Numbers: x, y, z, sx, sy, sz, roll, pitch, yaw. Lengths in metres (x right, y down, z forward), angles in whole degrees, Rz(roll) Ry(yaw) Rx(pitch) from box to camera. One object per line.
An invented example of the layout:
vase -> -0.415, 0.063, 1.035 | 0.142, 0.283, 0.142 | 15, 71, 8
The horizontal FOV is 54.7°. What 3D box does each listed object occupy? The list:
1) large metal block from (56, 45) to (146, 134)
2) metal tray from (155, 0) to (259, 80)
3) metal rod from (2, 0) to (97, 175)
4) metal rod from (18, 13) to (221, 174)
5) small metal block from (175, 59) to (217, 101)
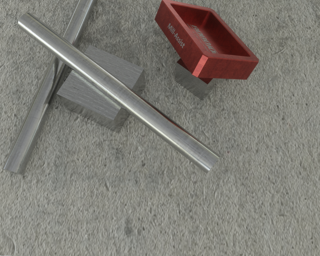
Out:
large metal block -> -0.074, -0.051, 0.413 | 0.080, 0.050, 0.080 | 25, 72, 8
metal tray -> 0.059, -0.118, 0.410 | 0.091, 0.030, 0.130 | -3, 49, -31
metal rod -> -0.145, -0.081, 0.435 | 0.025, 0.025, 0.299 | 14, 70, 5
metal rod -> -0.057, -0.049, 0.372 | 0.300, 0.025, 0.025 | 38, 74, 12
small metal block -> 0.049, -0.070, 0.421 | 0.050, 0.050, 0.025 | 38, 75, 12
